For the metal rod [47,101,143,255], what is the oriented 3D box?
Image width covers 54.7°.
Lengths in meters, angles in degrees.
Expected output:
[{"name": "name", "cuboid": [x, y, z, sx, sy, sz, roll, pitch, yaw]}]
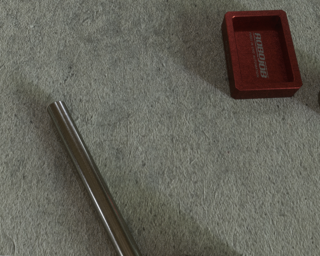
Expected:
[{"name": "metal rod", "cuboid": [-0.066, 0.094, 0.372, 0.025, 0.025, 0.299, -28, 73, -10]}]

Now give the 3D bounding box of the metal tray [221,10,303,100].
[{"name": "metal tray", "cuboid": [0.143, -0.107, 0.446, 0.091, 0.030, 0.130, -2, 70, -2]}]
